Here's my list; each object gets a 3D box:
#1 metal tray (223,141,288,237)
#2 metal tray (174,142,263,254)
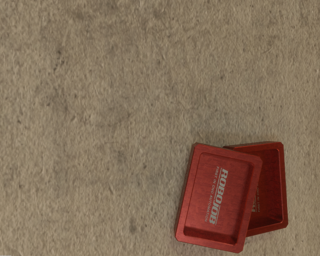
[{"bbox_3d":[0.141,0.088,0.460,0.091,0.030,0.129,-5,92,-20],"label":"metal tray"},{"bbox_3d":[0.076,0.091,0.414,0.091,0.030,0.129,12,92,-1],"label":"metal tray"}]
